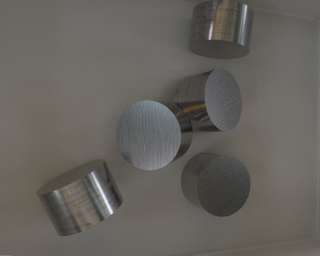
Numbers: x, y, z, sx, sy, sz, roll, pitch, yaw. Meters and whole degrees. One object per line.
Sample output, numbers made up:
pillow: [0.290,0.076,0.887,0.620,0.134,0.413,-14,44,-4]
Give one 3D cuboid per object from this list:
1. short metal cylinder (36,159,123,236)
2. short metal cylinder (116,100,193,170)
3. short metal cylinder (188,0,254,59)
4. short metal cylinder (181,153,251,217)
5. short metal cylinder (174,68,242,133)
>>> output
short metal cylinder: [-0.089,0.076,0.349,0.081,0.080,0.050,-26,99,-18]
short metal cylinder: [-0.006,0.007,0.375,0.080,0.050,0.079,1,94,20]
short metal cylinder: [0.081,-0.128,0.412,0.081,0.080,0.050,8,88,-20]
short metal cylinder: [0.076,0.076,0.427,0.081,0.050,0.079,0,90,-21]
short metal cylinder: [0.064,-0.034,0.407,0.081,0.050,0.080,5,83,-44]
